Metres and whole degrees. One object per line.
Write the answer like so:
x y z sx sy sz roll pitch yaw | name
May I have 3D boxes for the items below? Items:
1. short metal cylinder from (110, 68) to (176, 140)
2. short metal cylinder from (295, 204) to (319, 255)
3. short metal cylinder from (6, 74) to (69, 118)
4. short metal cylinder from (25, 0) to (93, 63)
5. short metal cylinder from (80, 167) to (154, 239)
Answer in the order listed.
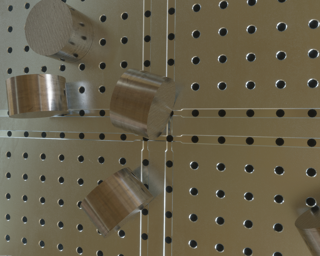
-0.020 -0.030 0.390 0.050 0.080 0.080 19 96 19 | short metal cylinder
0.189 0.107 0.316 0.080 0.080 0.050 -30 80 17 | short metal cylinder
-0.175 -0.044 0.445 0.080 0.080 0.050 -8 88 20 | short metal cylinder
-0.146 -0.140 0.451 0.080 0.050 0.080 0 90 20 | short metal cylinder
-0.055 0.096 0.403 0.080 0.080 0.050 -45 76 14 | short metal cylinder
